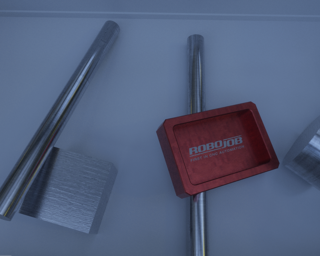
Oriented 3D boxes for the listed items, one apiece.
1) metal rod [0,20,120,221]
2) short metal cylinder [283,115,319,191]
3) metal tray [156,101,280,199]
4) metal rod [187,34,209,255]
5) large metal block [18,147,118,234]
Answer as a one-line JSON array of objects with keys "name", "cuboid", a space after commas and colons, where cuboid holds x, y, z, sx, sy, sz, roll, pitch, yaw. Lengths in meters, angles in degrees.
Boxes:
[{"name": "metal rod", "cuboid": [-0.114, -0.033, 0.382, 0.025, 0.025, 0.300, 16, 56, 5]}, {"name": "short metal cylinder", "cuboid": [0.195, 0.029, 0.373, 0.050, 0.080, 0.080, 37, 74, 12]}, {"name": "metal tray", "cuboid": [0.071, 0.024, 0.377, 0.131, 0.030, 0.090, -12, 75, -21]}, {"name": "metal rod", "cuboid": [0.048, 0.009, 0.406, 0.025, 0.025, 0.299, 2, 70, 0]}, {"name": "large metal block", "cuboid": [-0.104, 0.074, 0.368, 0.080, 0.050, 0.080, 15, 71, 5]}]
